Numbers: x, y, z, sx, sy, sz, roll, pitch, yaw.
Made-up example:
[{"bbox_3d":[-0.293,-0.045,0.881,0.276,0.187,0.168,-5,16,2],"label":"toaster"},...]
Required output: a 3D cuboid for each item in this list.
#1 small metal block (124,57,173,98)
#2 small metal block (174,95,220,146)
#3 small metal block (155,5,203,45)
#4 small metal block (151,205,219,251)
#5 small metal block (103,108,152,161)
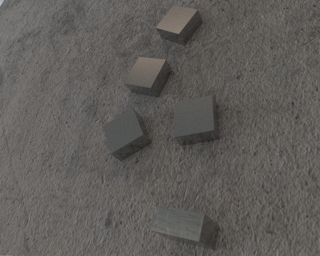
[{"bbox_3d":[-0.017,-0.076,0.460,0.050,0.025,0.050,15,69,34],"label":"small metal block"},{"bbox_3d":[0.045,-0.009,0.385,0.050,0.025,0.050,-11,57,22],"label":"small metal block"},{"bbox_3d":[0.030,-0.163,0.488,0.050,0.025,0.050,29,77,37],"label":"small metal block"},{"bbox_3d":[0.027,0.101,0.312,0.050,0.050,0.025,2,63,29],"label":"small metal block"},{"bbox_3d":[-0.045,0.009,0.422,0.050,0.025,0.050,-31,52,8],"label":"small metal block"}]
